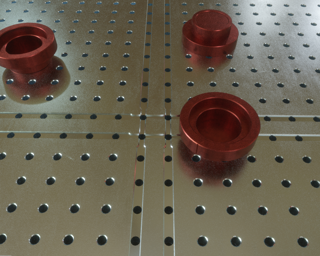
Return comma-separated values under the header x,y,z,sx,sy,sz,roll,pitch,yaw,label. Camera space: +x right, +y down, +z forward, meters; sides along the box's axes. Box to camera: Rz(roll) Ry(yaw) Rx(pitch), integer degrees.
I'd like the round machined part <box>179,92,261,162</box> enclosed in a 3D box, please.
x,y,z,sx,sy,sz,roll,pitch,yaw,label
0.073,0.003,0.395,0.099,0.042,0.098,0,50,0,round machined part

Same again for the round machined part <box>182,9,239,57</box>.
x,y,z,sx,sy,sz,roll,pitch,yaw,label
0.089,-0.172,0.542,0.099,0.042,0.098,0,50,0,round machined part

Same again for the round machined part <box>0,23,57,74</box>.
x,y,z,sx,sy,sz,roll,pitch,yaw,label
-0.216,-0.125,0.498,0.099,0.042,0.098,0,50,0,round machined part
